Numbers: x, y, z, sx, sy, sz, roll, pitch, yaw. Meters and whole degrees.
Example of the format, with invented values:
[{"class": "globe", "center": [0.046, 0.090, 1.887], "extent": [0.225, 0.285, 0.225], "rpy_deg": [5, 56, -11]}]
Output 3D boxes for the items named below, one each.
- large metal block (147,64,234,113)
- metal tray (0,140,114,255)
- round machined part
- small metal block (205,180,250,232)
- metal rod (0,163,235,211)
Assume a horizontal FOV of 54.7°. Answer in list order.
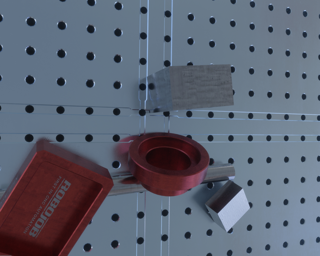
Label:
[{"class": "large metal block", "center": [0.036, -0.049, 0.398], "extent": [0.081, 0.080, 0.050], "rpy_deg": [-6, 92, -20]}, {"class": "metal tray", "center": [-0.123, 0.089, 0.339], "extent": [0.090, 0.030, 0.130], "rpy_deg": [31, 95, -28]}, {"class": "round machined part", "center": [0.009, 0.047, 0.385], "extent": [0.099, 0.098, 0.042], "rpy_deg": [-3, 119, -20]}, {"class": "small metal block", "center": [0.097, 0.111, 0.440], "extent": [0.050, 0.025, 0.050], "rpy_deg": [-40, 129, -16]}, {"class": "metal rod", "center": [-0.039, 0.072, 0.399], "extent": [0.303, 0.025, 0.025], "rpy_deg": [-3, 91, -21]}]
